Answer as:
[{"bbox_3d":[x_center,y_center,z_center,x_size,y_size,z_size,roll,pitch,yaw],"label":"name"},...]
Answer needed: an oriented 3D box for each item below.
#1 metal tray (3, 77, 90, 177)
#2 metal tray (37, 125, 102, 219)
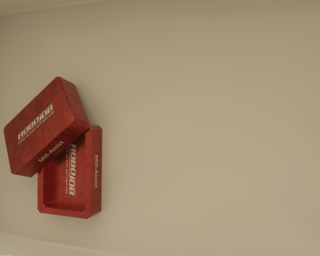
[{"bbox_3d":[-0.168,-0.001,0.449,0.130,0.030,0.090,-39,56,16],"label":"metal tray"},{"bbox_3d":[-0.133,0.061,0.454,0.090,0.030,0.129,1,90,20],"label":"metal tray"}]
